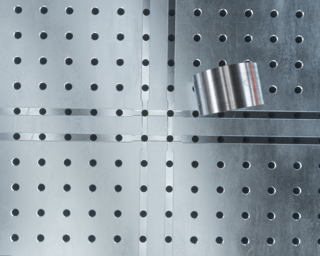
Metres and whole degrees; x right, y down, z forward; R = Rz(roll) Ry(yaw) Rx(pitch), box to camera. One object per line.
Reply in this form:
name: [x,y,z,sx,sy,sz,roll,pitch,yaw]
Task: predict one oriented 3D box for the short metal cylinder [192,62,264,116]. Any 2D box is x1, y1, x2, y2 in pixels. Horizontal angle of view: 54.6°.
short metal cylinder: [0.084,-0.047,0.386,0.080,0.080,0.050,-10,90,0]
